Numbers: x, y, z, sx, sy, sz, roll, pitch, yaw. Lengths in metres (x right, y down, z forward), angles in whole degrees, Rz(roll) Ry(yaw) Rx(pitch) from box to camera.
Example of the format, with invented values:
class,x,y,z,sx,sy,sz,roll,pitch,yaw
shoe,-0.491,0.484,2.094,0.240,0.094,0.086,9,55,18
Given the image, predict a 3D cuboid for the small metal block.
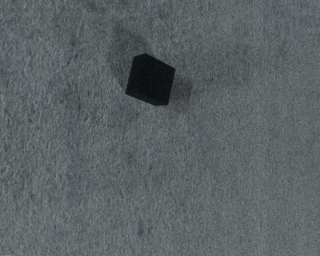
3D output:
class,x,y,z,sx,sy,sz,roll,pitch,yaw
small metal block,-0.011,-0.060,0.394,0.050,0.025,0.050,19,78,-38
